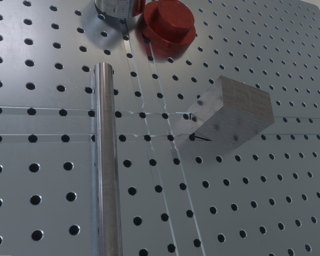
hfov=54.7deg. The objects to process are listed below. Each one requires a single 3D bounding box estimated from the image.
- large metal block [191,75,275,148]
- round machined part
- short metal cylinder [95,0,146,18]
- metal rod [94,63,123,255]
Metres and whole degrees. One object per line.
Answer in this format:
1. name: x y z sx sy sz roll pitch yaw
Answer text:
1. large metal block: 0.099 -0.020 0.439 0.081 0.080 0.050 16 56 -20
2. round machined part: 0.018 -0.177 0.515 0.099 0.042 0.098 14 56 -21
3. short metal cylinder: -0.060 -0.217 0.479 0.081 0.050 0.080 5 55 -8
4. metal rod: -0.059 0.051 0.345 0.025 0.025 0.299 7 59 -25
